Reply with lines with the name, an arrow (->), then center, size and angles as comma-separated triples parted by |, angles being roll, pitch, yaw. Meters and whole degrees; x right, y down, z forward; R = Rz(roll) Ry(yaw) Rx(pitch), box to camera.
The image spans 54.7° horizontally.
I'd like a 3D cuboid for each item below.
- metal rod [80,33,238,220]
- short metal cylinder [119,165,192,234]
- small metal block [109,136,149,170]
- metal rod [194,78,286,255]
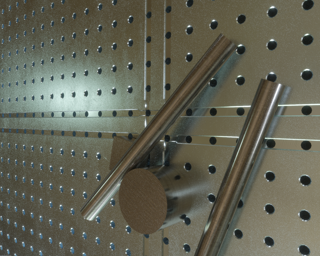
metal rod -> -0.012, 0.012, 0.392 | 0.299, 0.025, 0.025 | -51, 60, 19
short metal cylinder -> -0.007, 0.089, 0.397 | 0.080, 0.050, 0.079 | 0, 90, 39
small metal block -> -0.044, 0.041, 0.443 | 0.050, 0.025, 0.050 | 15, 100, 38
metal rod -> 0.072, 0.092, 0.348 | 0.025, 0.025, 0.298 | 28, 107, 36
